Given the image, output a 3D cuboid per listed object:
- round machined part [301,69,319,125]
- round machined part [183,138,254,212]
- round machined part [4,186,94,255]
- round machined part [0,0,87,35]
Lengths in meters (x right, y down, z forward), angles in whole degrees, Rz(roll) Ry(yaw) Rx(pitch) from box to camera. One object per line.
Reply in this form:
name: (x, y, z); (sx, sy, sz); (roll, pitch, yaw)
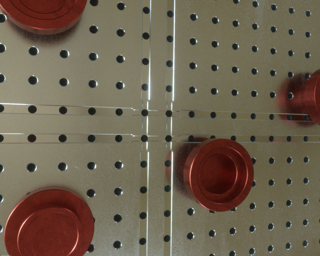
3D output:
round machined part: (0.271, -0.049, 0.503); (0.099, 0.042, 0.097); (0, 90, -20)
round machined part: (0.077, 0.063, 0.432); (0.099, 0.042, 0.097); (0, 90, -20)
round machined part: (-0.125, 0.120, 0.358); (0.099, 0.042, 0.097); (0, 90, -20)
round machined part: (-0.135, -0.155, 0.354); (0.099, 0.042, 0.097); (0, 90, -20)
